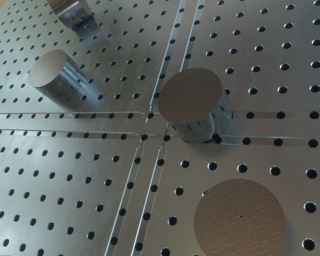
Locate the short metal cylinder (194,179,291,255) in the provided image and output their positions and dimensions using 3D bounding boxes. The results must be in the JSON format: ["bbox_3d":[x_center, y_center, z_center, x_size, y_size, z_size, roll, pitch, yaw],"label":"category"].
[{"bbox_3d":[0.078,0.094,0.293,0.080,0.050,0.080,-13,56,21],"label":"short metal cylinder"}]

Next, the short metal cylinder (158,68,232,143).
[{"bbox_3d":[0.044,-0.028,0.386,0.080,0.050,0.080,-13,56,21],"label":"short metal cylinder"}]

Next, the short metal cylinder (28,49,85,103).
[{"bbox_3d":[-0.181,-0.090,0.543,0.080,0.050,0.080,-13,56,21],"label":"short metal cylinder"}]

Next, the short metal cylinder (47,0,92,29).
[{"bbox_3d":[-0.181,-0.247,0.620,0.050,0.080,0.080,-29,52,10],"label":"short metal cylinder"}]
